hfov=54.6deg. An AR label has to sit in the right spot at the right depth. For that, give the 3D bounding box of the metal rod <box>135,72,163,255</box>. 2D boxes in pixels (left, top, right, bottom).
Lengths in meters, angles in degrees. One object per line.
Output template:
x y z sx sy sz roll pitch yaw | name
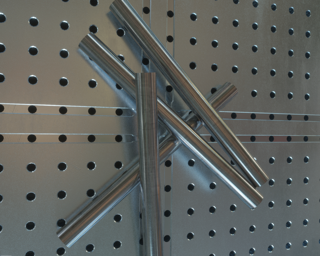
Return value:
-0.011 0.083 0.385 0.025 0.025 0.298 -6 101 -20 | metal rod

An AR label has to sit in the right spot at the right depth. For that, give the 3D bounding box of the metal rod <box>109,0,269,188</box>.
0.040 -0.043 0.404 0.025 0.025 0.300 -41 95 -15 | metal rod

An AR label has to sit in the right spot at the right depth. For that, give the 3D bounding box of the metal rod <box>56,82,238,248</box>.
-0.006 0.038 0.410 0.301 0.025 0.025 -41 103 -15 | metal rod

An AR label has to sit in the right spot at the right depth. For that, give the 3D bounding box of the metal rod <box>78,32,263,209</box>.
0.018 -0.006 0.394 0.300 0.025 0.025 43 76 -6 | metal rod
